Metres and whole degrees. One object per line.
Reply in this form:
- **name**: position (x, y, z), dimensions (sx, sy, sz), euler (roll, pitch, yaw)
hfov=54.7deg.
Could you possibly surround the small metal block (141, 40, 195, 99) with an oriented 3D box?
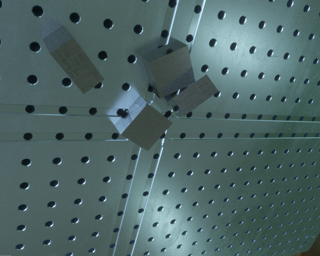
- **small metal block**: position (0.011, -0.071, 0.375), dimensions (0.050, 0.025, 0.050), euler (-27, 128, -12)

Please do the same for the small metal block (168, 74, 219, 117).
- **small metal block**: position (0.040, -0.039, 0.391), dimensions (0.050, 0.050, 0.025), euler (-36, 93, -5)

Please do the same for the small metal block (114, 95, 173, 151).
- **small metal block**: position (-0.021, -0.005, 0.398), dimensions (0.050, 0.025, 0.050), euler (-49, 129, 6)

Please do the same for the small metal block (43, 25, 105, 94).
- **small metal block**: position (-0.086, -0.068, 0.307), dimensions (0.025, 0.050, 0.050), euler (-37, 130, -4)
